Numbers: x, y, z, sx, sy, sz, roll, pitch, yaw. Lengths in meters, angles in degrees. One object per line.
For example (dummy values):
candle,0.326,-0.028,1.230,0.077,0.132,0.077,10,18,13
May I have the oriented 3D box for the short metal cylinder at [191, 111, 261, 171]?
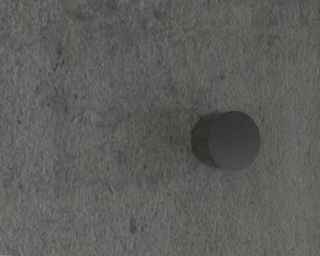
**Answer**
short metal cylinder,0.091,0.017,0.431,0.081,0.050,0.079,0,90,-21
